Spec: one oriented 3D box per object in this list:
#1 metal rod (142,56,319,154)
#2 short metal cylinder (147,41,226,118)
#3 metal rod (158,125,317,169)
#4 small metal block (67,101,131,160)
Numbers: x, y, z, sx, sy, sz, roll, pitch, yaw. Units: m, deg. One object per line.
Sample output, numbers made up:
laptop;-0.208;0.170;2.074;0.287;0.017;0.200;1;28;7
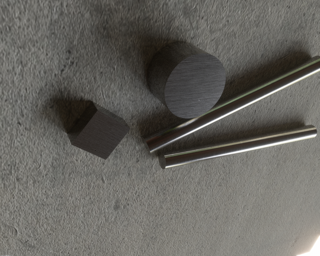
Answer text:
metal rod;0.115;-0.039;0.447;0.302;0.025;0.025;-25;128;-13
short metal cylinder;0.031;-0.058;0.373;0.081;0.050;0.079;-14;125;-21
metal rod;0.139;0.026;0.501;0.303;0.025;0.025;-8;122;-25
small metal block;-0.073;0.004;0.371;0.050;0.025;0.050;32;100;-39
